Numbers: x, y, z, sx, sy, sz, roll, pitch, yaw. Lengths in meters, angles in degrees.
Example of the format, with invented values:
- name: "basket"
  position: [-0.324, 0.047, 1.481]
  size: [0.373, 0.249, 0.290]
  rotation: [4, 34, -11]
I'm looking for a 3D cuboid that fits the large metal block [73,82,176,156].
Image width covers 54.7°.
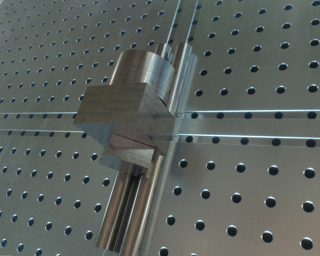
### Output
- name: "large metal block"
  position: [-0.038, -0.008, 0.365]
  size: [0.080, 0.080, 0.050]
  rotation: [0, 62, 28]

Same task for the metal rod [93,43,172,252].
- name: "metal rod"
  position: [-0.029, 0.008, 0.419]
  size: [0.025, 0.025, 0.300]
  rotation: [1, 62, 28]

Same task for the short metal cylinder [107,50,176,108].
- name: "short metal cylinder"
  position: [-0.024, -0.052, 0.389]
  size: [0.080, 0.080, 0.050]
  rotation: [1, 62, 28]

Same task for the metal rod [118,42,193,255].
- name: "metal rod"
  position: [0.001, 0.012, 0.400]
  size: [0.025, 0.025, 0.300]
  rotation: [1, 62, 28]

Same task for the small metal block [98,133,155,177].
- name: "small metal block"
  position: [-0.040, 0.033, 0.362]
  size: [0.050, 0.050, 0.025]
  rotation: [20, 65, -12]
